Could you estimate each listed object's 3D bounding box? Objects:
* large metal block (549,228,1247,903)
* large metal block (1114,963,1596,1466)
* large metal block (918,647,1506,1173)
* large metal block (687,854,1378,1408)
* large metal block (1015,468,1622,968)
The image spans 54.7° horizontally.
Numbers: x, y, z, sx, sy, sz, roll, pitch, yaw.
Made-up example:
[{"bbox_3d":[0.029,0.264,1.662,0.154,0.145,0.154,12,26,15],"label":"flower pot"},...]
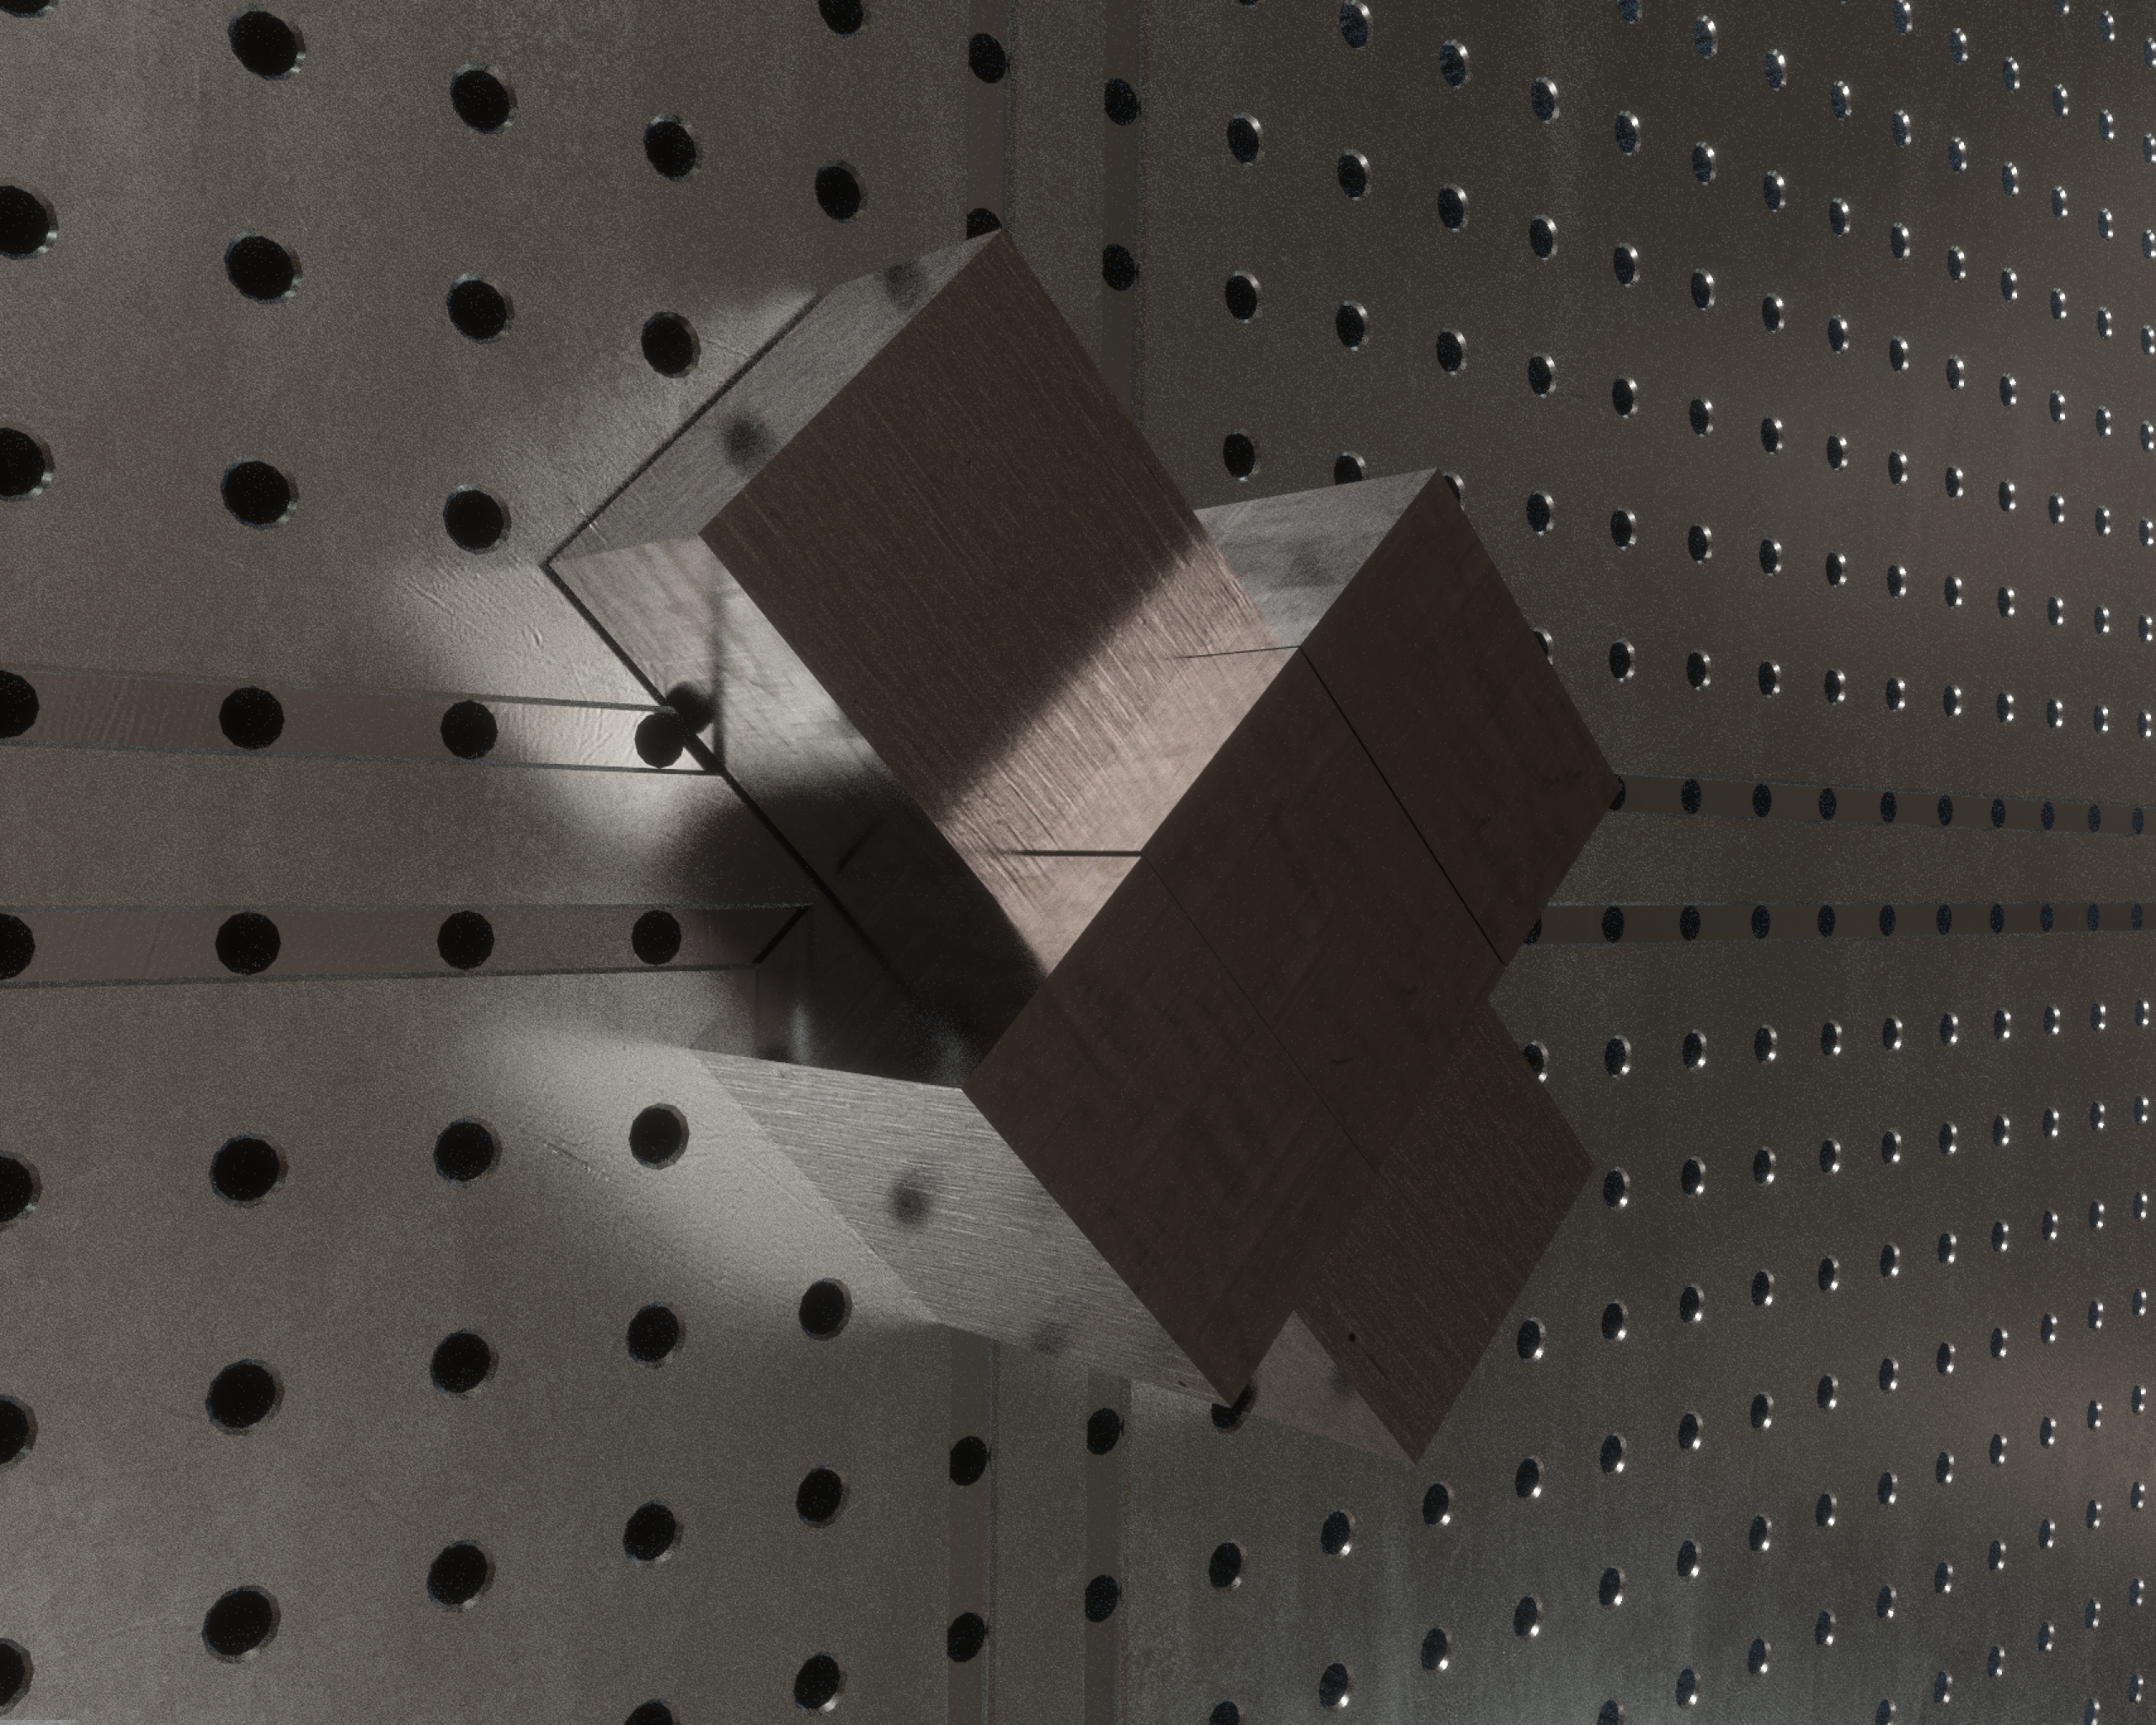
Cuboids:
[{"bbox_3d":[-0.029,-0.050,0.367,0.080,0.050,0.080,-52,121,-26],"label":"large metal block"},{"bbox_3d":[0.054,0.065,0.441,0.080,0.050,0.080,-51,120,-27],"label":"large metal block"},{"bbox_3d":[0.019,0.009,0.392,0.050,0.080,0.080,-52,121,-27],"label":"large metal block"},{"bbox_3d":[-0.008,0.044,0.369,0.050,0.080,0.080,-52,121,-27],"label":"large metal block"},{"bbox_3d":[0.047,-0.026,0.416,0.050,0.080,0.080,-52,121,-27],"label":"large metal block"}]
